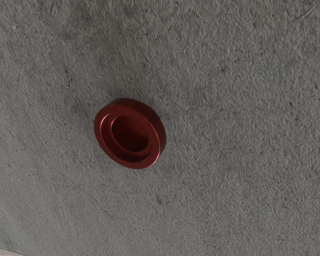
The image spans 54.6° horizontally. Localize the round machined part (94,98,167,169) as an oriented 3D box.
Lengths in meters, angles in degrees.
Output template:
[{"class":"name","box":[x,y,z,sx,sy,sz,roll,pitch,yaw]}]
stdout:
[{"class":"round machined part","box":[-0.036,0.004,0.418,0.098,0.042,0.097,13,124,21]}]
